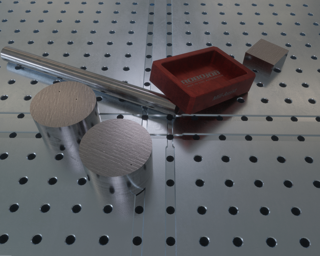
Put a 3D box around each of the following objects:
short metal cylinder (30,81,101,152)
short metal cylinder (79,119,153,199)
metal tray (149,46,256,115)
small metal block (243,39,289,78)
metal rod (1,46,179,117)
[{"bbox_3d":[-0.120,-0.016,0.403,0.081,0.050,0.080,0,50,0],"label":"short metal cylinder"},{"bbox_3d":[-0.049,0.035,0.361,0.081,0.050,0.080,0,50,0],"label":"short metal cylinder"},{"bbox_3d":[0.062,-0.074,0.449,0.131,0.030,0.090,-22,53,-33],"label":"metal tray"},{"bbox_3d":[0.172,-0.115,0.506,0.050,0.025,0.050,34,58,25],"label":"small metal block"},{"bbox_3d":[-0.113,-0.075,0.469,0.301,0.025,0.025,19,53,15],"label":"metal rod"}]
